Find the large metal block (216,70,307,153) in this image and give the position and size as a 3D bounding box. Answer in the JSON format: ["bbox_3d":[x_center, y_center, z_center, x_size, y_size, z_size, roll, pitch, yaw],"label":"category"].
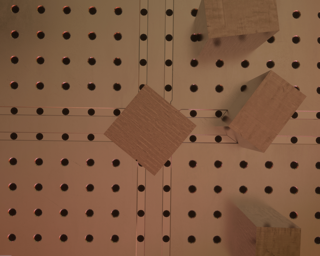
[{"bbox_3d":[0.121,-0.019,0.388,0.050,0.080,0.080,37,90,-1],"label":"large metal block"}]

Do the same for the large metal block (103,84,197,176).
[{"bbox_3d":[-0.012,0.002,0.401,0.080,0.050,0.080,40,90,-1],"label":"large metal block"}]

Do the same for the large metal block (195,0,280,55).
[{"bbox_3d":[0.091,-0.130,0.387,0.081,0.080,0.050,-7,90,0],"label":"large metal block"}]

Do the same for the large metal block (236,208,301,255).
[{"bbox_3d":[0.132,0.151,0.388,0.050,0.080,0.079,2,90,0],"label":"large metal block"}]
